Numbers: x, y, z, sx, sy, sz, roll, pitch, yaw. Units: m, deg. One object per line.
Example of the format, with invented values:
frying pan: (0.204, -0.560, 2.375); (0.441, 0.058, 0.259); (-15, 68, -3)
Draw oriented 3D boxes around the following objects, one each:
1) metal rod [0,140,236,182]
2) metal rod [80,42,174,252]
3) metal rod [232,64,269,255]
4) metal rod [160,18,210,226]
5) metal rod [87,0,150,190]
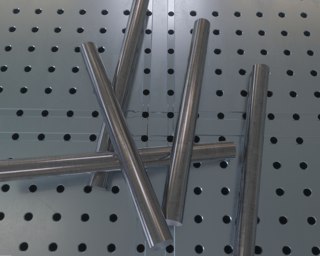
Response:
metal rod: (-0.054, 0.039, 0.372); (0.302, 0.025, 0.025); (-4, 70, -11)
metal rod: (-0.052, -0.003, 0.373); (0.025, 0.025, 0.299); (-20, 56, -7)
metal rod: (0.115, 0.053, 0.392); (0.025, 0.025, 0.299); (10, 70, 4)
metal rod: (0.037, -0.029, 0.395); (0.025, 0.025, 0.300); (10, 60, 4)
metal rod: (-0.053, -0.064, 0.434); (0.025, 0.025, 0.299); (9, 70, 3)
